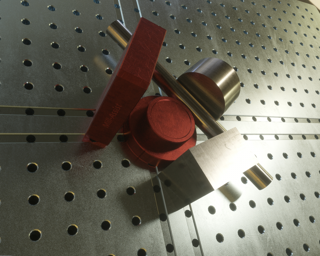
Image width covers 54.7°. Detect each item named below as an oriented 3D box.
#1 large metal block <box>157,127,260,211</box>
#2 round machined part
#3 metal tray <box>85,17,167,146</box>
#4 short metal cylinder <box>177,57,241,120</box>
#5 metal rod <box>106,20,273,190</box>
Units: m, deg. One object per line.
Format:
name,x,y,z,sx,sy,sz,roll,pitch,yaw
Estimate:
large metal block,0.057,0.049,0.375,0.081,0.080,0.050,-21,73,-36
round machined part,0.006,-0.002,0.403,0.099,0.042,0.098,14,56,-21
metal tray,-0.041,-0.047,0.349,0.030,0.129,0.090,25,53,-14
short metal cylinder,0.067,-0.054,0.442,0.080,0.080,0.050,45,51,2
metal rod,0.038,-0.033,0.423,0.300,0.025,0.025,46,51,4
